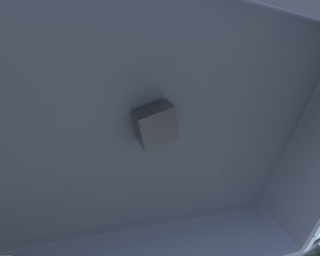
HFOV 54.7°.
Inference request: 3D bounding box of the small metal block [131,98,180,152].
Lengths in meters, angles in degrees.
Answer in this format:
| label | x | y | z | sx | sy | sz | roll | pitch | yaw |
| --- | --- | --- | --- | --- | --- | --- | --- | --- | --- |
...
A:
| label | x | y | z | sx | sy | sz | roll | pitch | yaw |
| --- | --- | --- | --- | --- | --- | --- | --- | --- | --- |
| small metal block | -0.005 | -0.004 | 0.400 | 0.050 | 0.025 | 0.050 | -21 | 127 | -16 |
